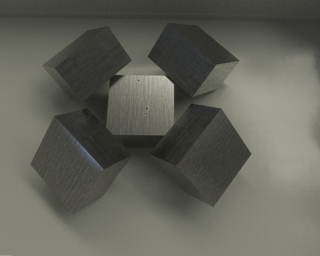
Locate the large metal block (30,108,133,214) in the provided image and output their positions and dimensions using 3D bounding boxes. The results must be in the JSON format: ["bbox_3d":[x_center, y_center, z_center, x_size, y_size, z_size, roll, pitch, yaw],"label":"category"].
[{"bbox_3d":[-0.092,0.037,0.359,0.080,0.050,0.080,44,120,14],"label":"large metal block"}]

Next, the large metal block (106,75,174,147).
[{"bbox_3d":[-0.023,-0.021,0.401,0.080,0.050,0.080,1,70,0],"label":"large metal block"}]

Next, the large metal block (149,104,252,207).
[{"bbox_3d":[0.049,0.030,0.361,0.080,0.050,0.080,-50,122,-16],"label":"large metal block"}]

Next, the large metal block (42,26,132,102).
[{"bbox_3d":[-0.096,-0.084,0.400,0.080,0.080,0.050,-44,119,-15],"label":"large metal block"}]

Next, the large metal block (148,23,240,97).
[{"bbox_3d":[0.046,-0.091,0.406,0.080,0.050,0.081,45,33,15],"label":"large metal block"}]
